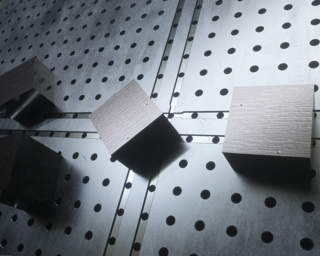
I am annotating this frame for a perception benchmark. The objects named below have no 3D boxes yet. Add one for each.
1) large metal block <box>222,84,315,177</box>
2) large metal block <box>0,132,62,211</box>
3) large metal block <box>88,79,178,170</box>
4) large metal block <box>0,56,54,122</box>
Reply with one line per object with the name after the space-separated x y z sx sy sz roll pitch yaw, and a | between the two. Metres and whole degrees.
0.118 0.002 0.329 0.080 0.050 0.080 2 62 28 | large metal block
-0.190 0.063 0.431 0.050 0.080 0.080 -14 56 20 | large metal block
-0.037 -0.005 0.413 0.080 0.050 0.080 -39 51 1 | large metal block
-0.241 -0.069 0.558 0.080 0.050 0.080 -24 53 13 | large metal block
